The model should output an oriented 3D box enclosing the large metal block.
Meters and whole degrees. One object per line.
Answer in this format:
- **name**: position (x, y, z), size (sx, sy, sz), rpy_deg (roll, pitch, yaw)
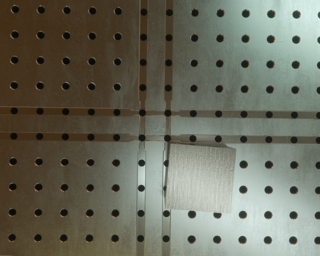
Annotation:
- **large metal block**: position (0.049, 0.062, 0.402), size (0.081, 0.050, 0.079), rpy_deg (5, 90, -1)
